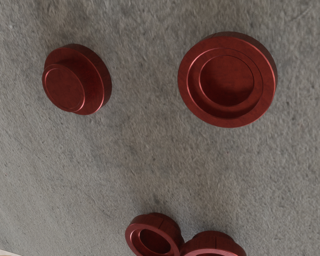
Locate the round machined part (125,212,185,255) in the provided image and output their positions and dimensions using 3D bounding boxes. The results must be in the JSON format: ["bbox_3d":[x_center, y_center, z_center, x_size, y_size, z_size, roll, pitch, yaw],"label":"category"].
[{"bbox_3d":[-0.004,0.178,0.507,0.098,0.042,0.097,13,124,20],"label":"round machined part"}]

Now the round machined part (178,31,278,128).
[{"bbox_3d":[0.072,-0.052,0.325,0.098,0.042,0.097,13,124,20],"label":"round machined part"}]

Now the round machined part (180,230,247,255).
[{"bbox_3d":[0.079,0.191,0.461,0.099,0.042,0.097,5,124,7],"label":"round machined part"}]

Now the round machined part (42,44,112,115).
[{"bbox_3d":[-0.118,-0.060,0.419,0.098,0.042,0.097,13,124,20],"label":"round machined part"}]
